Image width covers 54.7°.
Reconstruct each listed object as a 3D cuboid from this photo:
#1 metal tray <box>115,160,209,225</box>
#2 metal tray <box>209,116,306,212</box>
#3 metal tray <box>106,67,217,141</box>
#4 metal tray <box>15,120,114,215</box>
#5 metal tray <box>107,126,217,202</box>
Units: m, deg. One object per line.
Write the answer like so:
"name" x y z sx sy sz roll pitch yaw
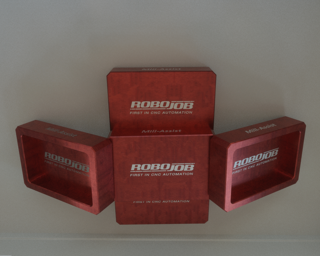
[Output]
"metal tray" 0.003 0.090 0.439 0.131 0.030 0.089 -1 110 -1
"metal tray" 0.123 0.042 0.390 0.131 0.030 0.089 -13 113 -27
"metal tray" 0.002 -0.030 0.395 0.131 0.030 0.089 -1 110 -1
"metal tray" -0.120 0.046 0.390 0.130 0.030 0.089 12 114 26
"metal tray" 0.003 0.046 0.392 0.131 0.030 0.089 -1 110 0
